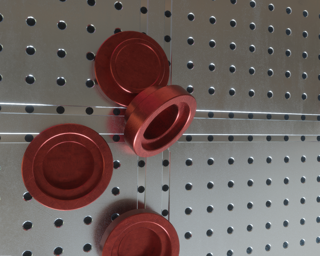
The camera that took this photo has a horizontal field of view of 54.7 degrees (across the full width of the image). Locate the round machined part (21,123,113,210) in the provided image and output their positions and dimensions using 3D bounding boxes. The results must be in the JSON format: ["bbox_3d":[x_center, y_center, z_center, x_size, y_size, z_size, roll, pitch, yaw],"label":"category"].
[{"bbox_3d":[-0.108,0.043,0.364,0.099,0.042,0.097,0,90,-20],"label":"round machined part"}]

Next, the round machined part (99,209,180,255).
[{"bbox_3d":[-0.028,0.151,0.394,0.099,0.042,0.097,0,90,-21],"label":"round machined part"}]

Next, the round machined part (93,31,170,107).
[{"bbox_3d":[-0.033,-0.075,0.392,0.099,0.042,0.097,0,90,-20],"label":"round machined part"}]

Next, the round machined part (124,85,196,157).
[{"bbox_3d":[-0.005,-0.013,0.384,0.098,0.098,0.042,-36,61,-17],"label":"round machined part"}]
